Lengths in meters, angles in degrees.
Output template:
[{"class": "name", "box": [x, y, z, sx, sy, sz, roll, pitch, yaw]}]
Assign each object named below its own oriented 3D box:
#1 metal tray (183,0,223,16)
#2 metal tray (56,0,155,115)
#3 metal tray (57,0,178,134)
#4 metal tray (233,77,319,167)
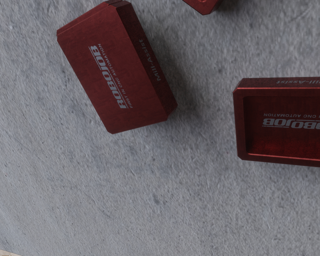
[{"class": "metal tray", "box": [0.019, -0.179, 0.281, 0.130, 0.030, 0.089, 37, 129, 2]}, {"class": "metal tray", "box": [-0.059, -0.079, 0.384, 0.090, 0.030, 0.129, -15, 111, 33]}, {"class": "metal tray", "box": [-0.047, -0.062, 0.349, 0.090, 0.030, 0.129, -14, 112, 33]}, {"class": "metal tray", "box": [0.147, -0.006, 0.322, 0.130, 0.030, 0.089, 3, 120, 26]}]
